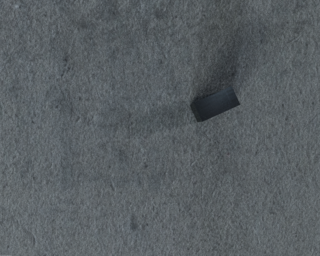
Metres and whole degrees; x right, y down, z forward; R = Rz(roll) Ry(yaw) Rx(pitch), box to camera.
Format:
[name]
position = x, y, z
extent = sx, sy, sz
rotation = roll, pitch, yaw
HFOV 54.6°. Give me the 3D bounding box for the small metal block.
[small metal block]
position = 0.069, -0.029, 0.398
extent = 0.050, 0.050, 0.025
rotation = -24, 90, 0
